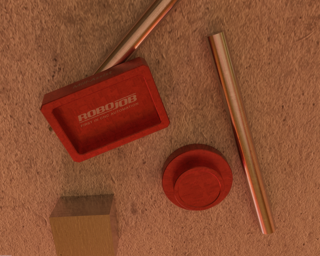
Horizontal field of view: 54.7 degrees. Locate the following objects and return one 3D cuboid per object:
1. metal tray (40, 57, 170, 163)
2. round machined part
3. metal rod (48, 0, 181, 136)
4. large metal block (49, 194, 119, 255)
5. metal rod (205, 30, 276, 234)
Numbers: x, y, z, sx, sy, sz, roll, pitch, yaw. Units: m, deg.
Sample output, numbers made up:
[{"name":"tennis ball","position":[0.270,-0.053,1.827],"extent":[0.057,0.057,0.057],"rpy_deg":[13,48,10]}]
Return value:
[{"name":"metal tray","position":[-0.063,-0.020,0.379],"extent":[0.131,0.030,0.090],"rpy_deg":[-22,123,0]},{"name":"round machined part","position":[0.052,0.075,0.429],"extent":[0.099,0.042,0.097],"rpy_deg":[0,110,-1]},{"name":"metal rod","position":[-0.036,-0.101,0.372],"extent":[0.025,0.025,0.299],"rpy_deg":[40,105,-14]},{"name":"large metal block","position":[-0.106,0.146,0.449],"extent":[0.081,0.050,0.079],"rpy_deg":[-3,110,0]},{"name":"metal rod","position":[0.114,0.019,0.418],"extent":[0.025,0.025,0.298],"rpy_deg":[-18,109,6]}]
